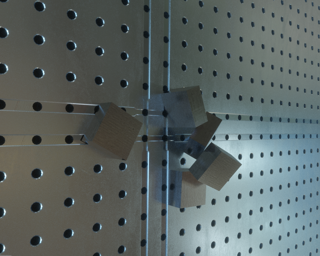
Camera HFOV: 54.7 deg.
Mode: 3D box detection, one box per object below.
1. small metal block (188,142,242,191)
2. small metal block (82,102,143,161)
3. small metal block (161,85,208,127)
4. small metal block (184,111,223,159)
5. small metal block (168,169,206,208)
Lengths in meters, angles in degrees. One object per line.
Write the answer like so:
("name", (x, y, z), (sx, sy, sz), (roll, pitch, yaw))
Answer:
("small metal block", (0.077, 0.054, 0.429), (0.050, 0.025, 0.050), (31, 101, -37))
("small metal block", (-0.055, 0.004, 0.365), (0.050, 0.025, 0.050), (36, 68, -35))
("small metal block", (0.033, -0.028, 0.423), (0.025, 0.050, 0.050), (-26, 107, -37))
("small metal block", (0.061, 0.012, 0.444), (0.025, 0.050, 0.050), (31, 63, 11))
("small metal block", (0.040, 0.086, 0.446), (0.050, 0.025, 0.050), (4, 87, -40))
